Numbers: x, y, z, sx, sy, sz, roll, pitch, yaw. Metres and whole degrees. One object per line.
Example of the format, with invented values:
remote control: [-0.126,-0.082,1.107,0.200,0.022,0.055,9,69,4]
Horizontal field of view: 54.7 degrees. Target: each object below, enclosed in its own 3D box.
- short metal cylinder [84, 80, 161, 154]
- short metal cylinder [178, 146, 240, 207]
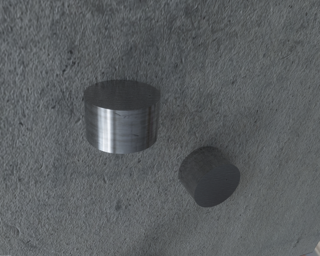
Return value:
short metal cylinder: [-0.041,-0.015,0.339,0.081,0.080,0.050,-10,123,-23]
short metal cylinder: [0.075,0.075,0.478,0.081,0.050,0.079,-14,124,-21]
